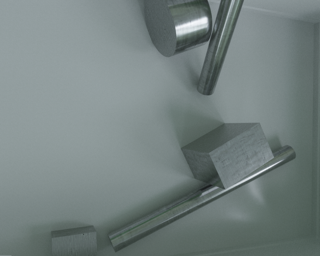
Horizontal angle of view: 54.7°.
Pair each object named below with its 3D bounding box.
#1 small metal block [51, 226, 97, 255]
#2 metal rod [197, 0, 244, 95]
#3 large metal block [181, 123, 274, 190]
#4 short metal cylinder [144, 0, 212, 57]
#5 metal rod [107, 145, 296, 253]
[{"bbox_3d":[-0.104,0.150,0.373,0.050,0.025,0.050,-2,91,-20],"label":"small metal block"},{"bbox_3d":[0.084,-0.159,0.335,0.025,0.025,0.298,-10,138,-20],"label":"metal rod"},{"bbox_3d":[0.087,0.033,0.415,0.081,0.080,0.050,-28,100,-18],"label":"large metal block"},{"bbox_3d":[0.021,-0.136,0.390,0.050,0.080,0.080,-23,98,-19],"label":"short metal cylinder"},{"bbox_3d":[0.072,0.091,0.438,0.302,0.025,0.025,-22,98,-19],"label":"metal rod"}]
